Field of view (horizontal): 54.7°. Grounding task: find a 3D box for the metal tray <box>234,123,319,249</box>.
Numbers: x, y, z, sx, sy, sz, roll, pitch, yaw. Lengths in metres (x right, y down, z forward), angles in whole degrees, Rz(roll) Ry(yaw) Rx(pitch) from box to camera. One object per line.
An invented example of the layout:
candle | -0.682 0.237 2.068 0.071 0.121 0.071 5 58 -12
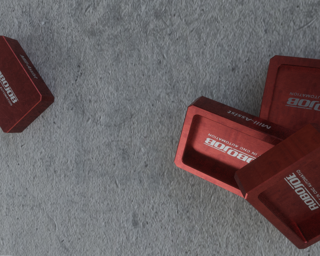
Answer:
metal tray | 0.147 0.064 0.310 0.090 0.030 0.130 -38 122 15

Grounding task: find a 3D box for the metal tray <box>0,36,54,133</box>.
metal tray | -0.236 -0.068 0.490 0.090 0.030 0.130 -39 78 15

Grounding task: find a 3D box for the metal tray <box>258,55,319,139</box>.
metal tray | 0.182 -0.027 0.341 0.130 0.030 0.089 11 94 19

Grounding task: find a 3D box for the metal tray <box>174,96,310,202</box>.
metal tray | 0.087 0.028 0.355 0.130 0.030 0.089 24 124 18
